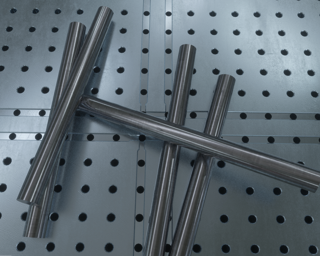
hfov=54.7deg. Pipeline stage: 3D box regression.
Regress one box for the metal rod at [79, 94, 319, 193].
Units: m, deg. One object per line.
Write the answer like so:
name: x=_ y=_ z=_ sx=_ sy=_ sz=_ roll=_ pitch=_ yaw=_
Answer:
metal rod: x=0.032 y=0.011 z=0.375 sx=0.301 sy=0.025 sz=0.025 roll=19 pitch=71 yaw=19

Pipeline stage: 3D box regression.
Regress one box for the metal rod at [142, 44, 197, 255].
metal rod: x=0.016 y=0.023 z=0.403 sx=0.025 sy=0.025 sz=0.299 roll=9 pitch=70 yaw=3

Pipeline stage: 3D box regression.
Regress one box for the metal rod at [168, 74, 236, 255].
metal rod: x=0.050 y=0.065 z=0.388 sx=0.025 sy=0.025 sz=0.299 roll=16 pitch=71 yaw=5

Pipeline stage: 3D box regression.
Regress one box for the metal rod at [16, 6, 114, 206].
metal rod: x=-0.114 y=-0.048 z=0.408 sx=0.025 sy=0.025 sz=0.300 roll=11 pitch=63 yaw=4

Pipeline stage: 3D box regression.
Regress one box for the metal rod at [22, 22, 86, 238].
metal rod: x=-0.136 y=-0.012 z=0.414 sx=0.025 sy=0.025 sz=0.299 roll=5 pitch=70 yaw=1
